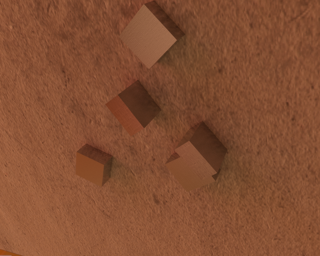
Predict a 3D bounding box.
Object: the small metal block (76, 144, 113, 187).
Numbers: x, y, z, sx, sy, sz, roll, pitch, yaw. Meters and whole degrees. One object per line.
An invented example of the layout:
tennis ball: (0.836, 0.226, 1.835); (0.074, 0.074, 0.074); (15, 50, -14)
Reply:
small metal block: (-0.106, 0.060, 0.498); (0.050, 0.025, 0.050); (23, 127, 13)

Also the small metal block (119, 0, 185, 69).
small metal block: (-0.009, -0.104, 0.347); (0.050, 0.025, 0.050); (47, 129, -5)

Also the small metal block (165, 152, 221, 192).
small metal block: (0.044, 0.053, 0.415); (0.050, 0.025, 0.050); (-31, 102, 37)

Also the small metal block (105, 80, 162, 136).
small metal block: (-0.032, -0.026, 0.390); (0.025, 0.050, 0.050); (-30, 102, 37)

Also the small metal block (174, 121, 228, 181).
small metal block: (0.052, 0.027, 0.379); (0.050, 0.050, 0.025); (49, 128, -7)
